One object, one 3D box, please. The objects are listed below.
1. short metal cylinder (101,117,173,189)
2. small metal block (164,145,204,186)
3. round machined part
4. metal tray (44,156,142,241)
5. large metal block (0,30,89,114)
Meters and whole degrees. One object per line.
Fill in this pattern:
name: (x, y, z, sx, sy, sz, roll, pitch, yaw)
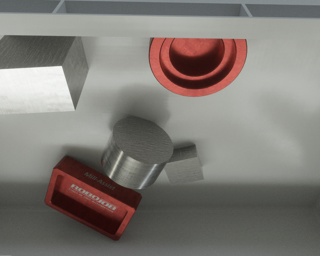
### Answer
short metal cylinder: (-0.030, 0.031, 0.399, 0.081, 0.080, 0.050, 18, 128, -15)
small metal block: (0.034, 0.056, 0.457, 0.050, 0.025, 0.050, -13, 129, 10)
round machined part: (0.038, -0.085, 0.327, 0.099, 0.042, 0.097, -1, 130, 0)
metal tray: (-0.103, 0.108, 0.468, 0.130, 0.030, 0.089, 28, 125, 1)
large metal block: (-0.125, -0.060, 0.320, 0.080, 0.080, 0.050, -3, 130, 2)
